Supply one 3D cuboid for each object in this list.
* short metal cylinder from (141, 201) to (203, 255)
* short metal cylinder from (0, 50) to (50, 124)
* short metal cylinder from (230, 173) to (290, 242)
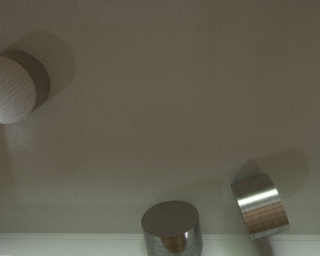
[{"bbox_3d":[0.018,0.147,0.436,0.080,0.080,0.050,-8,110,2],"label":"short metal cylinder"},{"bbox_3d":[-0.183,-0.051,0.377,0.081,0.050,0.079,0,110,-1],"label":"short metal cylinder"},{"bbox_3d":[0.135,0.107,0.424,0.050,0.080,0.080,-20,109,7],"label":"short metal cylinder"}]
